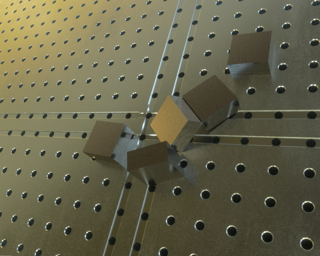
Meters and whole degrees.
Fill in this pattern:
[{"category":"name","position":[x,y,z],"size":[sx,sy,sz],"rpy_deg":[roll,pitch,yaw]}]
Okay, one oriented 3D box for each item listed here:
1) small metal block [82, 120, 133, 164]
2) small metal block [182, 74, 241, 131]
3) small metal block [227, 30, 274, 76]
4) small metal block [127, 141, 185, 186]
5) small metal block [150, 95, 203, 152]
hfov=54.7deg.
[{"category":"small metal block","position":[-0.072,0.019,0.433],"size":[0.050,0.025,0.050],"rpy_deg":[7,65,30]},{"category":"small metal block","position":[0.064,-0.032,0.391],"size":[0.050,0.025,0.050],"rpy_deg":[-33,52,1]},{"category":"small metal block","position":[0.119,-0.097,0.404],"size":[0.050,0.025,0.050],"rpy_deg":[1,62,28]},{"category":"small metal block","position":[-0.004,0.043,0.367],"size":[0.050,0.050,0.025],"rpy_deg":[-17,55,18]},{"category":"small metal block","position":[0.019,-0.005,0.386],"size":[0.050,0.025,0.050],"rpy_deg":[-58,45,28]}]
